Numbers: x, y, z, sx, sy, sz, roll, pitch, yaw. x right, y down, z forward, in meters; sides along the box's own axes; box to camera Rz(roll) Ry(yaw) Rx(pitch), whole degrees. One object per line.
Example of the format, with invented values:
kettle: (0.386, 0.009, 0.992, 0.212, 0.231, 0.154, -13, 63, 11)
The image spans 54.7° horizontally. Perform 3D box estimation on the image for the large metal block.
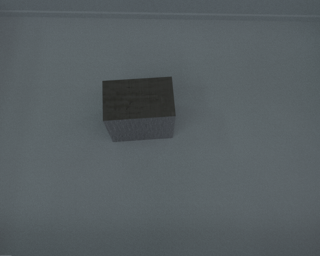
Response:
large metal block: (-0.025, -0.020, 0.388, 0.081, 0.080, 0.050, -4, 70, -2)
